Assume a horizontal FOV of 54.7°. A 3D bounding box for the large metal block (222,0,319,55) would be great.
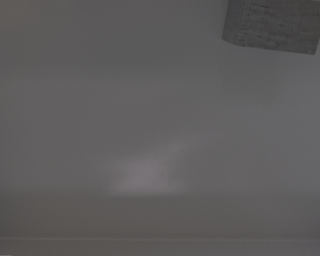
[{"bbox_3d":[0.120,-0.115,0.340,0.081,0.080,0.050,6,110,-3],"label":"large metal block"}]
